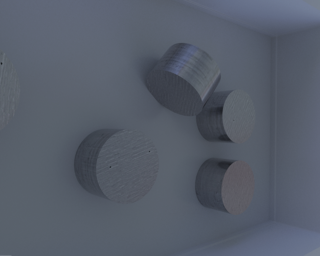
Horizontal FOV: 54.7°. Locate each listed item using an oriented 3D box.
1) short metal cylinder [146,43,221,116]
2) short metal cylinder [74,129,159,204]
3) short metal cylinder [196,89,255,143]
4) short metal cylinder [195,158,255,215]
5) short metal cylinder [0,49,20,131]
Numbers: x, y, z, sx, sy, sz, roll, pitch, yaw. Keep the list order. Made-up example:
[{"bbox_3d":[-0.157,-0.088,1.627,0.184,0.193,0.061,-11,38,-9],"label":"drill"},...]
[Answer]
[{"bbox_3d":[0.030,-0.060,0.395,0.080,0.080,0.050,49,61,-29],"label":"short metal cylinder"},{"bbox_3d":[-0.048,0.041,0.350,0.081,0.050,0.080,0,90,-40],"label":"short metal cylinder"},{"bbox_3d":[0.102,-0.017,0.475,0.081,0.050,0.080,0,90,-40],"label":"short metal cylinder"},{"bbox_3d":[0.100,0.087,0.474,0.081,0.050,0.080,0,90,-40],"label":"short metal cylinder"},{"bbox_3d":[-0.161,-0.031,0.241,0.080,0.050,0.079,-4,95,-57],"label":"short metal cylinder"}]
